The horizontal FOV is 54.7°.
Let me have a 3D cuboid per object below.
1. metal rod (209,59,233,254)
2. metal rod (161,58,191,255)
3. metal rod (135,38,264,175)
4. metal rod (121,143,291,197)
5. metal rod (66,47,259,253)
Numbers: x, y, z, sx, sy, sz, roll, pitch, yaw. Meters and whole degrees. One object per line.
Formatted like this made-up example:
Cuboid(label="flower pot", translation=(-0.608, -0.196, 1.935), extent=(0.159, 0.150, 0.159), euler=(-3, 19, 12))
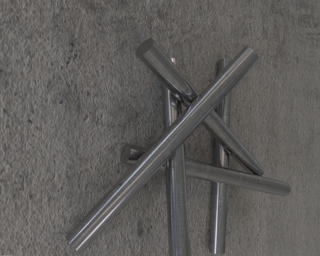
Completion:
Cuboid(label="metal rod", translation=(0.097, 0.042, 0.485), extent=(0.025, 0.025, 0.298), euler=(6, 86, -40))
Cuboid(label="metal rod", translation=(0.019, 0.054, 0.372), extent=(0.025, 0.025, 0.299), euler=(12, 67, -39))
Cuboid(label="metal rod", translation=(0.072, -0.007, 0.422), extent=(0.300, 0.025, 0.025), euler=(42, 65, -37))
Cuboid(label="metal rod", translation=(0.084, 0.067, 0.447), extent=(0.302, 0.025, 0.025), euler=(16, 80, -30))
Cuboid(label="metal rod", translation=(0.010, 0.017, 0.357), extent=(0.300, 0.025, 0.025), euler=(-47, 120, -10))
